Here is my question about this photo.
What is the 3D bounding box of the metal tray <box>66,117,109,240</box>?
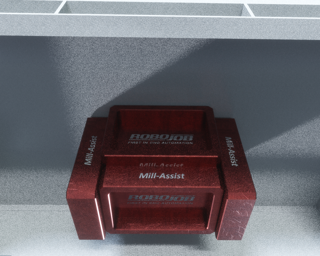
[{"bbox_3d":[-0.080,0.059,0.387,0.030,0.130,0.089,0,131,0],"label":"metal tray"}]

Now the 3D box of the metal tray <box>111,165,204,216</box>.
[{"bbox_3d":[0.001,0.079,0.430,0.131,0.090,0.030,0,130,-1],"label":"metal tray"}]

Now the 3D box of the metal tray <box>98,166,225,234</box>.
[{"bbox_3d":[0.001,0.085,0.357,0.131,0.030,0.089,0,130,-1],"label":"metal tray"}]

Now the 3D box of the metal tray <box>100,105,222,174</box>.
[{"bbox_3d":[0.002,0.012,0.372,0.131,0.090,0.030,1,131,0],"label":"metal tray"}]

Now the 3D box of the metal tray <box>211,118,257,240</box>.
[{"bbox_3d":[0.083,0.060,0.389,0.030,0.130,0.089,1,131,-1],"label":"metal tray"}]
